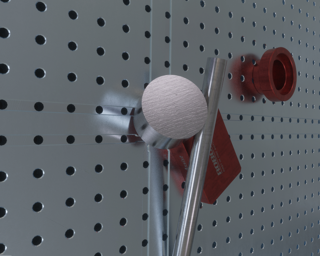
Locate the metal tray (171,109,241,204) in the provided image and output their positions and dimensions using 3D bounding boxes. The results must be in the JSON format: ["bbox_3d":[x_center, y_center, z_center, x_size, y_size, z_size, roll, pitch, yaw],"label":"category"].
[{"bbox_3d":[0.068,0.036,0.464,0.091,0.030,0.129,-38,114,-33],"label":"metal tray"}]

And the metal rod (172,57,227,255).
[{"bbox_3d":[0.049,0.058,0.413,0.025,0.025,0.298,3,100,-40],"label":"metal rod"}]

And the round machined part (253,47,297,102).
[{"bbox_3d":[0.209,-0.097,0.574,0.099,0.042,0.097,0,90,-40],"label":"round machined part"}]

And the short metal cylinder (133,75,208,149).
[{"bbox_3d":[0.011,-0.018,0.382,0.081,0.050,0.080,5,71,-15],"label":"short metal cylinder"}]
